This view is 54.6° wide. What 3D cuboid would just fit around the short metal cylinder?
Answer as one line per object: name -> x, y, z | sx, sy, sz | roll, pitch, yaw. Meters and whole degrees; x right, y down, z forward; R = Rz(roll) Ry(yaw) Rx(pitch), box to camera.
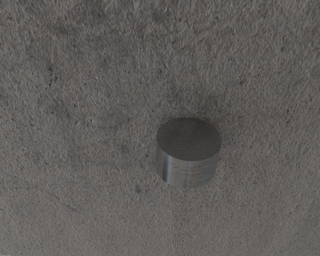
short metal cylinder -> 0.035, 0.031, 0.397 | 0.080, 0.080, 0.050 | 2, 130, -2
